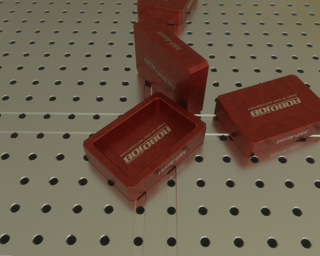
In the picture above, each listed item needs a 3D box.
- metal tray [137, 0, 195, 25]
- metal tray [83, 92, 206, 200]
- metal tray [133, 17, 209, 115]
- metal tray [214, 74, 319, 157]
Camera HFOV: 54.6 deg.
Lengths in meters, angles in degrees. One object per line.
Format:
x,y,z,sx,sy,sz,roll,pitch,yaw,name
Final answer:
0.019,-0.262,0.625,0.090,0.030,0.130,16,52,13,metal tray
-0.017,0.016,0.390,0.131,0.030,0.090,-37,59,-27,metal tray
0.011,-0.085,0.437,0.030,0.090,0.130,-28,56,-21,metal tray
0.153,-0.021,0.423,0.131,0.030,0.090,-17,52,-14,metal tray
